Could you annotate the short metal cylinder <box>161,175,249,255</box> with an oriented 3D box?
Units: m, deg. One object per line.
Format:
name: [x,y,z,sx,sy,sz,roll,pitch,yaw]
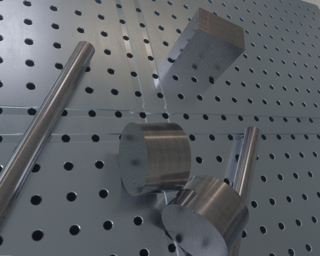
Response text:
short metal cylinder: [0.049,0.098,0.339,0.080,0.080,0.050,46,51,4]

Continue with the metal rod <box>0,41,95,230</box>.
metal rod: [-0.132,0.009,0.331,0.025,0.025,0.300,25,53,-13]

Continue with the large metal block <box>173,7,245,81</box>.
large metal block: [0.076,-0.130,0.493,0.081,0.080,0.050,19,55,-18]

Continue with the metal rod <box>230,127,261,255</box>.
metal rod: [0.094,0.113,0.389,0.025,0.025,0.301,32,52,-8]

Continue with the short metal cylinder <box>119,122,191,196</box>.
short metal cylinder: [-0.008,0.033,0.348,0.050,0.080,0.080,0,62,-28]
